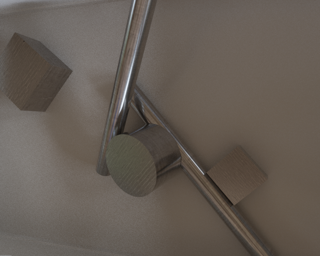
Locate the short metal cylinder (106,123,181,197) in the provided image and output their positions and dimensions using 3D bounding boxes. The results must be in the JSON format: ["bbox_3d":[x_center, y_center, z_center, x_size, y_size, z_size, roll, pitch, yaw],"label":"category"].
[{"bbox_3d":[-0.021,0.039,0.389,0.080,0.050,0.079,13,113,34],"label":"short metal cylinder"}]

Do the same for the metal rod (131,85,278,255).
[{"bbox_3d":[0.040,0.049,0.395,0.025,0.025,0.300,-42,77,15],"label":"metal rod"}]

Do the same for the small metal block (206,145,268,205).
[{"bbox_3d":[0.094,0.056,0.377,0.050,0.025,0.050,-43,77,14],"label":"small metal block"}]

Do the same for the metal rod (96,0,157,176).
[{"bbox_3d":[-0.039,-0.061,0.361,0.025,0.025,0.298,29,123,17],"label":"metal rod"}]

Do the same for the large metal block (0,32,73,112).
[{"bbox_3d":[-0.194,-0.081,0.464,0.080,0.050,0.080,41,103,15],"label":"large metal block"}]
